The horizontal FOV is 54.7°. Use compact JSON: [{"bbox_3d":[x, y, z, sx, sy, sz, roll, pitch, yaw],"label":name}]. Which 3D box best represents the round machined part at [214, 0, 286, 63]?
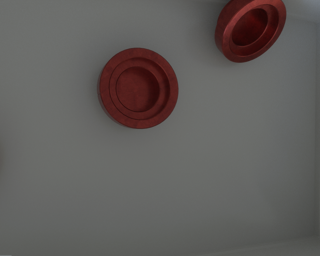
[{"bbox_3d":[0.118,-0.143,0.426,0.099,0.042,0.097,-17,141,-15],"label":"round machined part"}]

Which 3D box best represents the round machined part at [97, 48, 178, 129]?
[{"bbox_3d":[-0.030,-0.048,0.390,0.099,0.042,0.097,0,90,-20],"label":"round machined part"}]

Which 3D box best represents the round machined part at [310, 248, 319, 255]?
[{"bbox_3d":[0.285,0.253,0.509,0.099,0.042,0.097,0,90,-20],"label":"round machined part"}]
